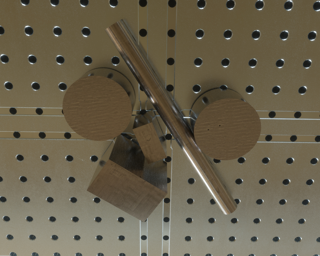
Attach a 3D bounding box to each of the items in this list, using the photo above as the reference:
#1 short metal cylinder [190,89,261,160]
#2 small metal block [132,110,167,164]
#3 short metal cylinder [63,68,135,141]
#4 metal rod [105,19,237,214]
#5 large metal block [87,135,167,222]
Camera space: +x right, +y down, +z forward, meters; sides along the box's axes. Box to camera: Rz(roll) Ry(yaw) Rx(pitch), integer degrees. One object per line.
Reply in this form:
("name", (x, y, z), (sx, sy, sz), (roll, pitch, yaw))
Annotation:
("short metal cylinder", (0.081, -0.006, 0.395), (0.081, 0.050, 0.079), (0, 110, 0))
("small metal block", (-0.012, 0.010, 0.399), (0.025, 0.050, 0.050), (-20, 109, 7))
("short metal cylinder", (-0.073, -0.030, 0.384), (0.081, 0.050, 0.079), (0, 110, 0))
("metal rod", (0.024, -0.002, 0.409), (0.025, 0.025, 0.299), (-30, 108, 10))
("large metal block", (-0.038, 0.061, 0.401), (0.080, 0.080, 0.050), (33, 108, -11))
